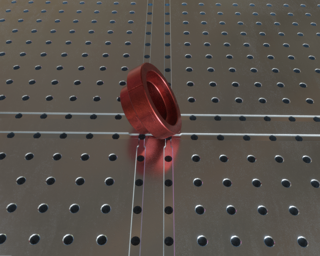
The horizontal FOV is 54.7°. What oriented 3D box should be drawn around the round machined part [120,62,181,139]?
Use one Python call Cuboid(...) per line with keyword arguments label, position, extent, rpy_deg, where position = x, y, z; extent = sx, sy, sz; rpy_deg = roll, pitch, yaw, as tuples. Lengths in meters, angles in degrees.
Cuboid(label="round machined part", position=(-0.014, -0.031, 0.397), extent=(0.042, 0.098, 0.098), rpy_deg=(-23, 46, 22))
